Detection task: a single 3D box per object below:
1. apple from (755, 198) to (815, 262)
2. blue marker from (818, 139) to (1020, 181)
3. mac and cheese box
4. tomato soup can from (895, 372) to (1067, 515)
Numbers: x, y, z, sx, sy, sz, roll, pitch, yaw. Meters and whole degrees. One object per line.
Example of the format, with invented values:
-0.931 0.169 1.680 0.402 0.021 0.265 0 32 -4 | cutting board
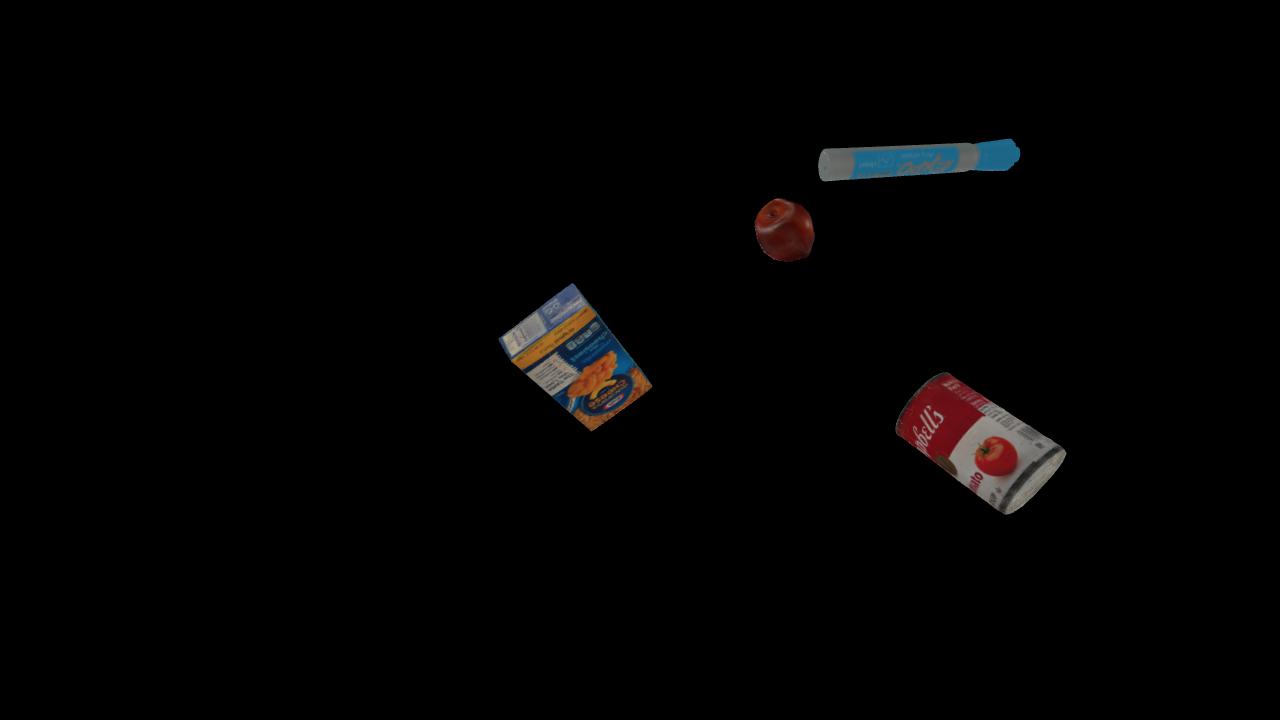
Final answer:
0.200 -0.177 0.850 0.079 0.079 0.093 0 -26 43 | apple
0.169 -0.121 0.371 0.121 0.020 0.020 -4 0 -4 | blue marker
-0.060 0.005 0.652 0.093 0.041 0.184 -38 -35 1 | mac and cheese box
0.268 0.065 0.489 0.068 0.068 0.101 0 33 -41 | tomato soup can
